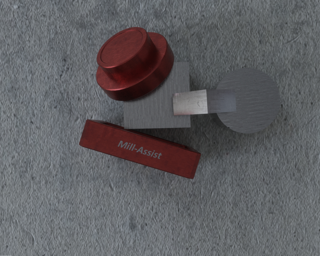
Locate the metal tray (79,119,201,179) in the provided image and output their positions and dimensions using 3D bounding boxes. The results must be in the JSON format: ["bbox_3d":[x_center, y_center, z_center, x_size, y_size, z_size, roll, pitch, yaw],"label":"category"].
[{"bbox_3d":[-0.022,0.023,0.378,0.131,0.090,0.030,17,90,0],"label":"metal tray"}]

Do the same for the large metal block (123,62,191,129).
[{"bbox_3d":[-0.004,-0.040,0.400,0.081,0.050,0.080,-1,90,0],"label":"large metal block"}]

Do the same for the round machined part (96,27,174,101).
[{"bbox_3d":[-0.036,-0.083,0.374,0.098,0.098,0.042,-36,134,0],"label":"round machined part"}]

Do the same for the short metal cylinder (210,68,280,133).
[{"bbox_3d":[0.106,-0.033,0.400,0.081,0.050,0.080,0,90,0],"label":"short metal cylinder"}]

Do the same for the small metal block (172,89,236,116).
[{"bbox_3d":[0.051,-0.029,0.353,0.050,0.050,0.025,-6,94,-41],"label":"small metal block"}]
